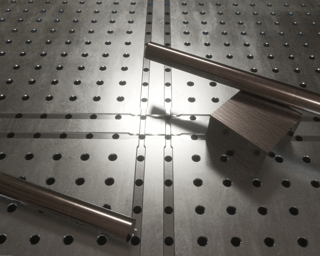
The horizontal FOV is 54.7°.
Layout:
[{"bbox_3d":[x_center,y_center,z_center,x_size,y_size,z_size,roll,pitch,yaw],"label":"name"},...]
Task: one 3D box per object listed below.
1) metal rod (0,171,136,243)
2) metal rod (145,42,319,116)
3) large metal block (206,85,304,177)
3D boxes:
[{"bbox_3d":[-0.171,0.066,0.349,0.301,0.025,0.025,16,52,12],"label":"metal rod"},{"bbox_3d":[0.118,-0.055,0.390,0.301,0.025,0.025,22,53,17],"label":"metal rod"},{"bbox_3d":[0.118,0.000,0.393,0.080,0.050,0.080,38,59,27],"label":"large metal block"}]
